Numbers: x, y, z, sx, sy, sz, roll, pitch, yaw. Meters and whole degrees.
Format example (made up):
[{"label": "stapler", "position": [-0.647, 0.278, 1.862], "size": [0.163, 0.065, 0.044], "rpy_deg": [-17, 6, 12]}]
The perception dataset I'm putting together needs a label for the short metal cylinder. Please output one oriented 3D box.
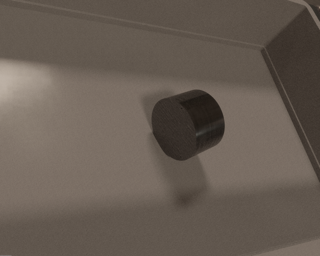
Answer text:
[{"label": "short metal cylinder", "position": [0.034, -0.005, 0.393], "size": [0.050, 0.080, 0.080], "rpy_deg": [-21, 73, -36]}]
